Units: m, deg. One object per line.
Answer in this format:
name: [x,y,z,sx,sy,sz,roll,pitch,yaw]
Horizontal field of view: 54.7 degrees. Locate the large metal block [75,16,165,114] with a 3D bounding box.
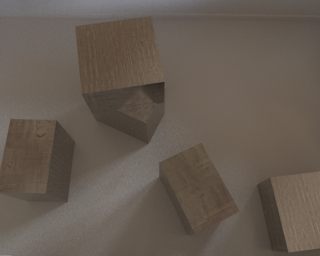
large metal block: [-0.042,-0.067,0.336,0.081,0.050,0.080,-9,70,-4]

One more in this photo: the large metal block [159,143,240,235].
large metal block: [0.039,0.073,0.354,0.050,0.080,0.080,-25,72,-9]

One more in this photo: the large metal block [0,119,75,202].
large metal block: [-0.140,0.041,0.364,0.050,0.080,0.080,1,70,0]

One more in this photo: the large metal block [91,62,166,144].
large metal block: [-0.041,-0.029,0.391,0.080,0.080,0.050,24,72,8]

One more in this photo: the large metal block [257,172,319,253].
large metal block: [0.170,0.097,0.363,0.081,0.050,0.080,-6,70,-3]
